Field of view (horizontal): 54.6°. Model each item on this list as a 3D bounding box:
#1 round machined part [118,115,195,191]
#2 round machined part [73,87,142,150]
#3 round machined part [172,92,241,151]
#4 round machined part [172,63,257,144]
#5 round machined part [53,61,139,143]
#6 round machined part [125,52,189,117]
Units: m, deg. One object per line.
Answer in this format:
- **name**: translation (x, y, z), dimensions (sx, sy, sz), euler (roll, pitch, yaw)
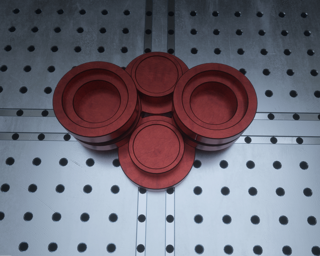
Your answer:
- **round machined part**: translation (-0.004, 0.029, 0.392), dimensions (0.099, 0.042, 0.098), euler (0, 70, 0)
- **round machined part**: translation (-0.072, -0.017, 0.408), dimensions (0.099, 0.042, 0.098), euler (0, 70, 0)
- **round machined part**: translation (0.064, -0.017, 0.409), dimensions (0.099, 0.042, 0.098), euler (0, 70, 0)
- **round machined part**: translation (0.064, -0.026, 0.378), dimensions (0.099, 0.042, 0.098), euler (0, 70, 0)
- **round machined part**: translation (-0.075, -0.028, 0.378), dimensions (0.099, 0.042, 0.098), euler (0, 70, 0)
- **round machined part**: translation (-0.004, -0.064, 0.426), dimensions (0.099, 0.042, 0.098), euler (0, 70, 0)
